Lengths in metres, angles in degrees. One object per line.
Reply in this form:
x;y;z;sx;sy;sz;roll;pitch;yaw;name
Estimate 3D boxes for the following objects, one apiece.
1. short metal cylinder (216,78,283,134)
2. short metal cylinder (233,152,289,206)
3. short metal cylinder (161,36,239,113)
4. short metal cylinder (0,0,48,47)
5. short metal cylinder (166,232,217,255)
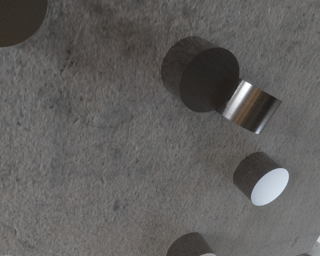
0.114;-0.034;0.415;0.081;0.080;0.050;18;109;-36;short metal cylinder
0.177;0.089;0.546;0.081;0.050;0.079;-14;125;-21;short metal cylinder
0.048;-0.065;0.377;0.081;0.050;0.079;-13;124;-21;short metal cylinder
-0.136;-0.111;0.248;0.081;0.050;0.079;-14;125;-21;short metal cylinder
0.059;0.243;0.576;0.081;0.050;0.079;-14;125;-21;short metal cylinder
